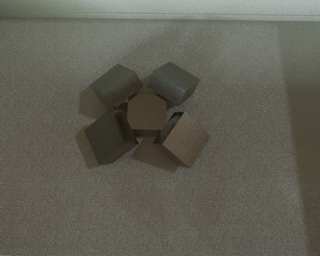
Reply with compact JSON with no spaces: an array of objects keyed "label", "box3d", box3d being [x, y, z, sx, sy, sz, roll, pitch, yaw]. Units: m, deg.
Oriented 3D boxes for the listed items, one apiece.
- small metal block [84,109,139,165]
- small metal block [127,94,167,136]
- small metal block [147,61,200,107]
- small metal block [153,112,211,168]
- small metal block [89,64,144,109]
[{"label":"small metal block","box3d":[-0.062,0.012,0.390,0.050,0.025,0.050,-37,70,27]},{"label":"small metal block","box3d":[-0.017,-0.017,0.413,0.050,0.025,0.050,2,70,0]},{"label":"small metal block","box3d":[0.019,-0.061,0.417,0.050,0.025,0.050,33,36,11]},{"label":"small metal block","box3d":[0.028,0.015,0.390,0.050,0.025,0.050,42,72,-22]},{"label":"small metal block","box3d":[-0.059,-0.057,0.414,0.050,0.025,0.050,-41,38,-13]}]
